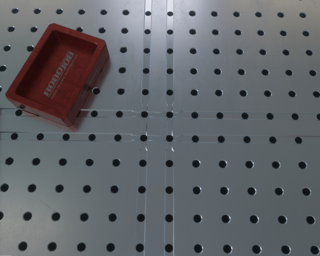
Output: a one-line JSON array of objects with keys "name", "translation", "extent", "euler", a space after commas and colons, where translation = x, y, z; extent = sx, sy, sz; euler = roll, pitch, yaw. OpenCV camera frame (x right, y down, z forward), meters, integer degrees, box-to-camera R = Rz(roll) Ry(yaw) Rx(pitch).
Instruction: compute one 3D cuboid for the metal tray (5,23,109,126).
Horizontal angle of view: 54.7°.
[{"name": "metal tray", "translation": [-0.140, -0.077, 0.436], "extent": [0.090, 0.030, 0.130], "euler": [20, 71, 7]}]
